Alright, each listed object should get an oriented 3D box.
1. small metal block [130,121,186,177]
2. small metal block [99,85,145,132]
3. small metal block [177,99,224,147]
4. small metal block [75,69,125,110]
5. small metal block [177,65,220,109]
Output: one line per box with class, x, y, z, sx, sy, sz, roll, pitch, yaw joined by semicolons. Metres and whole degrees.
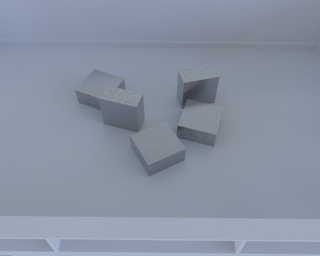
small metal block;-0.003;0.025;0.384;0.050;0.025;0.050;-22;54;-18
small metal block;-0.049;-0.025;0.409;0.050;0.050;0.025;14;52;11
small metal block;0.054;-0.008;0.412;0.050;0.025;0.050;14;51;11
small metal block;-0.085;-0.054;0.450;0.050;0.025;0.050;20;53;15
small metal block;0.052;-0.057;0.438;0.050;0.050;0.025;-11;51;-10
